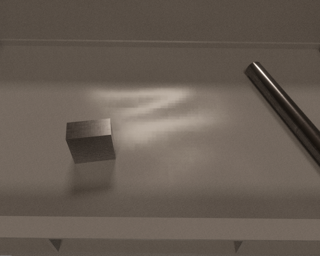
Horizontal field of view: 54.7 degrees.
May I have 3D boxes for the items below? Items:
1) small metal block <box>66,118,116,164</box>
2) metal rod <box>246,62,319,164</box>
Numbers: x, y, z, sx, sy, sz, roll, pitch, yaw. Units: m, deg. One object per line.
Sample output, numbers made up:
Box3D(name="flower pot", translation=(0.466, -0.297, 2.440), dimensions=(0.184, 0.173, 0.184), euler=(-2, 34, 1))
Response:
Box3D(name="small metal block", translation=(-0.082, 0.017, 0.374), dimensions=(0.050, 0.050, 0.025), euler=(-6, 51, -6))
Box3D(name="metal rod", translation=(0.196, 0.015, 0.395), dimensions=(0.025, 0.025, 0.299), euler=(-15, 52, -13))
